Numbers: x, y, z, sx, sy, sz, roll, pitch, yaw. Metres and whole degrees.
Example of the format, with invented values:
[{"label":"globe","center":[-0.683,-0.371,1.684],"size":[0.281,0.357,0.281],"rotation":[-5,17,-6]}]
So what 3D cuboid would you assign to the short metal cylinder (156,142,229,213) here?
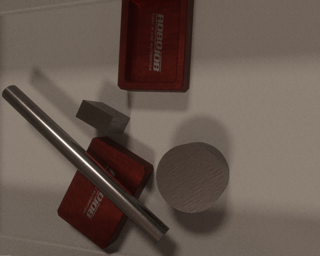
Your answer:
[{"label":"short metal cylinder","center":[0.042,0.058,0.382],"size":[0.080,0.050,0.079],"rotation":[0,90,19]}]

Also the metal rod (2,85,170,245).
[{"label":"metal rod","center":[-0.108,0.039,0.414],"size":[0.300,0.025,0.025],"rotation":[40,102,15]}]

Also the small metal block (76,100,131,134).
[{"label":"small metal block","center":[-0.077,-0.015,0.423],"size":[0.050,0.050,0.025],"rotation":[29,99,17]}]

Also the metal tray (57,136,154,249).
[{"label":"metal tray","center":[-0.078,0.088,0.434],"size":[0.090,0.030,0.129],"rotation":[30,100,17]}]

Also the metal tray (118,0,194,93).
[{"label":"metal tray","center":[-0.006,-0.114,0.408],"size":[0.090,0.030,0.129],"rotation":[3,91,19]}]
